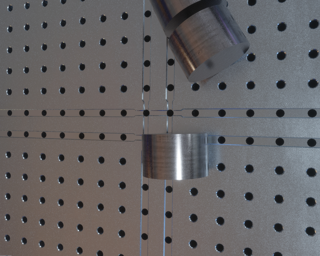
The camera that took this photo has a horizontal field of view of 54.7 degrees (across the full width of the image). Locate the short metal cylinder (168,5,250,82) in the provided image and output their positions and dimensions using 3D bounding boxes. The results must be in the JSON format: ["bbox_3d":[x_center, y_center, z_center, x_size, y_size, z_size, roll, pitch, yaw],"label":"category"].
[{"bbox_3d":[0.057,-0.096,0.363,0.080,0.080,0.050,-31,80,17],"label":"short metal cylinder"}]

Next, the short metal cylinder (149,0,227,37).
[{"bbox_3d":[0.032,-0.152,0.372,0.080,0.080,0.050,-26,82,18],"label":"short metal cylinder"}]

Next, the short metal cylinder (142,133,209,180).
[{"bbox_3d":[0.019,0.032,0.377,0.080,0.080,0.050,-1,90,20],"label":"short metal cylinder"}]
